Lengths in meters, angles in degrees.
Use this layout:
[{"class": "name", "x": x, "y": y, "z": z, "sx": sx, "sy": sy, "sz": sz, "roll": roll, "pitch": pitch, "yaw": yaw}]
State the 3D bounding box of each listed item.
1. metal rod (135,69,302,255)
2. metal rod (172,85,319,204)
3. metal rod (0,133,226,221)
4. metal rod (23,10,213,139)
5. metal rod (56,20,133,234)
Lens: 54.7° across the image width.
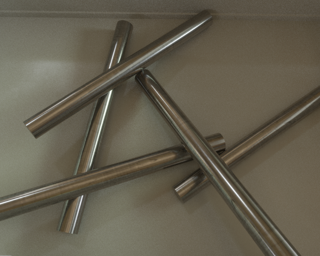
[{"class": "metal rod", "x": 0.046, "y": 0.025, "z": 0.348, "sx": 0.025, "sy": 0.025, "sz": 0.300, "roll": -28, "pitch": 53, "yaw": -10}, {"class": "metal rod", "x": 0.146, "y": 0.003, "z": 0.409, "sx": 0.301, "sy": 0.025, "sz": 0.025, "roll": -32, "pitch": 73, "yaw": -11}, {"class": "metal rod", "x": -0.062, "y": 0.057, "z": 0.366, "sx": 0.302, "sy": 0.025, "sz": 0.025, "roll": -15, "pitch": 71, "yaw": -15}, {"class": "metal rod", "x": -0.041, "y": -0.082, "z": 0.417, "sx": 0.301, "sy": 0.025, "sz": 0.025, "roll": -37, "pitch": 74, "yaw": -21}, {"class": "metal rod", "x": -0.081, "y": -0.016, "z": 0.414, "sx": 0.025, "sy": 0.025, "sz": 0.299, "roll": 10, "pitch": 70, "yaw": 4}]
